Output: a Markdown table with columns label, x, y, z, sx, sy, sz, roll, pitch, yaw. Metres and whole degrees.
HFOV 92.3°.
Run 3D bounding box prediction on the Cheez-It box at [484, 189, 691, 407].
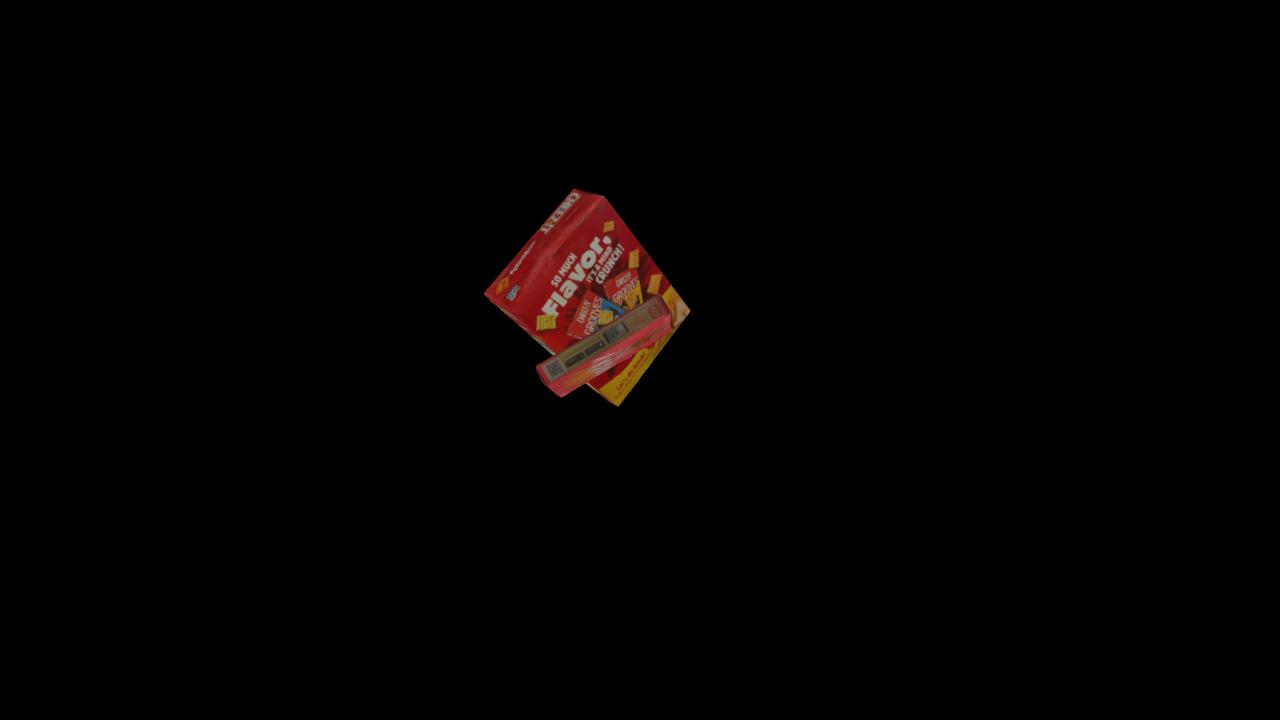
| label | x | y | z | sx | sy | sz | roll | pitch | yaw |
| --- | --- | --- | --- | --- | --- | --- | --- | --- | --- |
| Cheez-It box | -0.053 | -0.069 | 0.751 | 0.071 | 0.166 | 0.223 | 29 | -12 | 45 |

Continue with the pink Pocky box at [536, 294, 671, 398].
| label | x | y | z | sx | sy | sz | roll | pitch | yaw |
| --- | --- | --- | --- | --- | --- | --- | --- | --- | --- |
| pink Pocky box | -0.036 | -0.013 | 0.683 | 0.155 | 0.029 | 0.084 | -31 | -12 | -4 |
